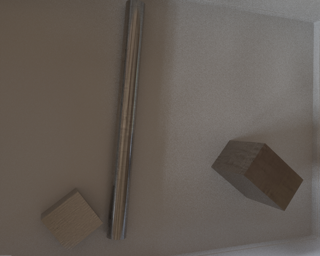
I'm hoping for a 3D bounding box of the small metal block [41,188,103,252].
[{"bbox_3d":[-0.106,0.109,0.372,0.050,0.025,0.050,-38,103,-16],"label":"small metal block"}]

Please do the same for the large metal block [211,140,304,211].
[{"bbox_3d":[0.133,0.063,0.432,0.080,0.080,0.050,41,77,-16],"label":"large metal block"}]

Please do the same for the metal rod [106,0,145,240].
[{"bbox_3d":[-0.043,-0.011,0.395,0.025,0.025,0.298,5,88,-20],"label":"metal rod"}]
